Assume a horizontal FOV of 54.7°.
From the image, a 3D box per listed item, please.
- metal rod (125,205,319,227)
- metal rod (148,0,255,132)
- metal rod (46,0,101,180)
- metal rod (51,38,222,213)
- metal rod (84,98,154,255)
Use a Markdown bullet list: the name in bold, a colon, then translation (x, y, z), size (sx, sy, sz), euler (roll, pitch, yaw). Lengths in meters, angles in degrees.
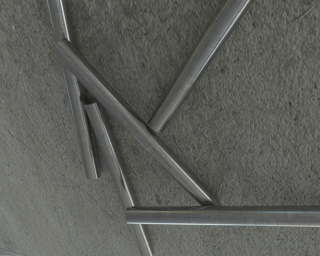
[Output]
- **metal rod**: translation (0.094, 0.113, 0.399), size (0.301, 0.025, 0.025), euler (-6, 116, 21)
- **metal rod**: translation (0.060, -0.100, 0.312), size (0.025, 0.025, 0.298), euler (37, 129, 3)
- **metal rod**: translation (-0.118, -0.051, 0.437), size (0.025, 0.025, 0.298), euler (10, 123, 23)
- **metal rod**: translation (-0.024, 0.006, 0.408), size (0.300, 0.025, 0.025), euler (47, 129, -11)
- **metal rod**: translation (-0.058, 0.093, 0.495), size (0.025, 0.025, 0.298), euler (-1, 118, 29)
